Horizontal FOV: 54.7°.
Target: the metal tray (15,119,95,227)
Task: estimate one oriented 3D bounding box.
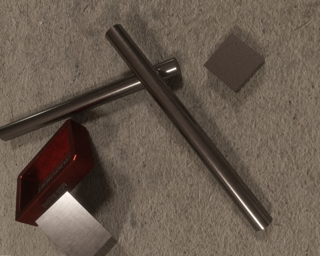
[{"bbox_3d":[-0.149,0.061,0.431,0.130,0.030,0.090,-45,39,14],"label":"metal tray"}]

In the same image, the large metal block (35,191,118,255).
[{"bbox_3d":[-0.105,0.138,0.408,0.080,0.080,0.050,39,70,15],"label":"large metal block"}]

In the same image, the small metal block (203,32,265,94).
[{"bbox_3d":[0.090,-0.078,0.377,0.050,0.025,0.050,44,103,14],"label":"small metal block"}]

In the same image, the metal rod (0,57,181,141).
[{"bbox_3d":[-0.113,-0.035,0.447,0.301,0.025,0.025,-18,84,18],"label":"metal rod"}]

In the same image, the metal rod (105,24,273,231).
[{"bbox_3d":[0.032,-0.005,0.379,0.025,0.025,0.299,-39,85,15],"label":"metal rod"}]
